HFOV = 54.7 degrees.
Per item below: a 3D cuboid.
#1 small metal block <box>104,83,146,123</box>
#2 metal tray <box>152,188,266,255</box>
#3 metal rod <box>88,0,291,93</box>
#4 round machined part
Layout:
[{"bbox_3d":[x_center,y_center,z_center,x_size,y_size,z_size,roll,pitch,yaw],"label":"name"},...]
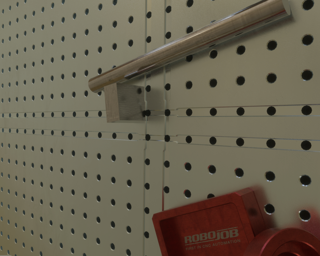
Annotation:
[{"bbox_3d":[-0.048,-0.033,0.431,0.025,0.050,0.050,-9,84,39],"label":"small metal block"},{"bbox_3d":[0.057,0.129,0.357,0.130,0.030,0.090,-26,74,36],"label":"metal tray"},{"bbox_3d":[0.010,-0.096,0.398,0.300,0.025,0.025,-14,81,38],"label":"metal rod"},{"bbox_3d":[0.110,0.141,0.277,0.042,0.099,0.098,-35,66,60],"label":"round machined part"}]
